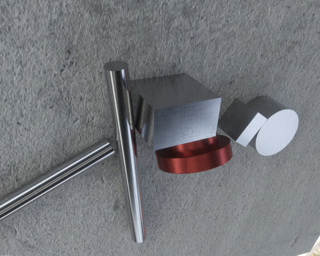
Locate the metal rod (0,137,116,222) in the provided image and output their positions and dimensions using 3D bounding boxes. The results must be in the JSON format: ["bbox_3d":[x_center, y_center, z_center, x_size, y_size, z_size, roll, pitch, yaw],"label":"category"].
[{"bbox_3d":[-0.190,0.097,0.363,0.301,0.025,0.025,-31,129,-9],"label":"metal rod"}]

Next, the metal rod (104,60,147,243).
[{"bbox_3d":[-0.039,0.055,0.407,0.025,0.025,0.298,-18,130,-19],"label":"metal rod"}]

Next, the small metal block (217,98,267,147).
[{"bbox_3d":[0.117,-0.009,0.452,0.025,0.050,0.050,27,103,-38],"label":"small metal block"}]

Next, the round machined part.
[{"bbox_3d":[0.042,0.022,0.403,0.099,0.098,0.042,-15,102,-20],"label":"round machined part"}]

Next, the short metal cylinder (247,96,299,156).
[{"bbox_3d":[0.165,-0.004,0.481,0.081,0.050,0.079,-14,125,-21],"label":"short metal cylinder"}]

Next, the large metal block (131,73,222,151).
[{"bbox_3d":[0.013,-0.023,0.365,0.081,0.080,0.050,-12,123,-23],"label":"large metal block"}]
